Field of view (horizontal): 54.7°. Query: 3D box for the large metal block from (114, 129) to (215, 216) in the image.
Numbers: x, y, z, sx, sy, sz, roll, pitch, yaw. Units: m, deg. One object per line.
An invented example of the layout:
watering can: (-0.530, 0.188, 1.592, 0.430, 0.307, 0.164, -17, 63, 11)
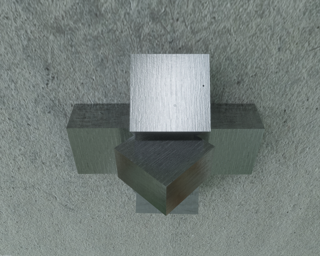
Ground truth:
large metal block: (0.005, 0.041, 0.364, 0.080, 0.081, 0.050, 32, 140, 32)

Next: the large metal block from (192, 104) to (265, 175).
large metal block: (0.081, 0.015, 0.403, 0.081, 0.050, 0.079, 0, 130, -1)

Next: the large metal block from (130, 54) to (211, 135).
large metal block: (0.010, -0.034, 0.337, 0.081, 0.080, 0.050, 0, 174, 0)

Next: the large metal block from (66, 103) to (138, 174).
large metal block: (-0.068, 0.014, 0.403, 0.081, 0.050, 0.079, 0, 130, 0)

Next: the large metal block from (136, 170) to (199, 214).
large metal block: (0.009, 0.087, 0.439, 0.081, 0.080, 0.050, 2, 87, -1)
